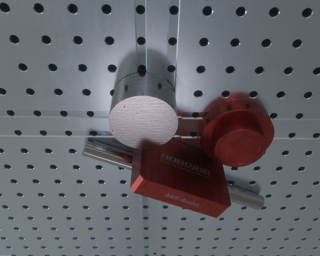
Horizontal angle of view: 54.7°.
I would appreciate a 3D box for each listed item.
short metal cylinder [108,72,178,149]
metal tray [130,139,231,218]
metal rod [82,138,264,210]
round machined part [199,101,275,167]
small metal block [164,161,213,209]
[{"bbox_3d":[-0.020,-0.020,0.377,0.081,0.050,0.079,-1,130,-1],"label":"short metal cylinder"},{"bbox_3d":[0.028,0.061,0.421,0.131,0.090,0.030,21,127,-17],"label":"metal tray"},{"bbox_3d":[0.031,0.076,0.476,0.302,0.025,0.025,20,127,-17],"label":"metal rod"},{"bbox_3d":[0.103,0.015,0.414,0.099,0.042,0.097,0,130,0],"label":"round machined part"},{"bbox_3d":[0.041,0.084,0.453,0.050,0.025,0.050,23,94,-17],"label":"small metal block"}]
